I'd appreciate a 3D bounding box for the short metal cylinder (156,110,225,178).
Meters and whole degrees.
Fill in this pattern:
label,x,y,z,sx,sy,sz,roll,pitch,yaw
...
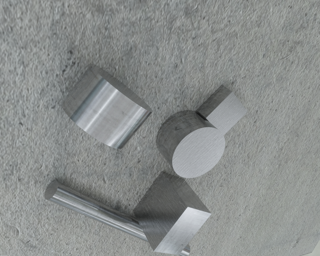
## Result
label,x,y,z,sx,sy,sz,roll,pitch,yaw
short metal cylinder,0.042,0.022,0.427,0.081,0.050,0.079,-14,124,-21

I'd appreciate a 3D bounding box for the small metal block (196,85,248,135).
label,x,y,z,sx,sy,sz,roll,pitch,yaw
small metal block,0.089,-0.024,0.441,0.050,0.025,0.050,-46,129,4

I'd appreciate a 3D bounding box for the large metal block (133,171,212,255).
label,x,y,z,sx,sy,sz,roll,pitch,yaw
large metal block,0.015,0.124,0.457,0.050,0.080,0.080,26,104,-37

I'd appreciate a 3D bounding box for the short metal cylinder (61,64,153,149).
label,x,y,z,sx,sy,sz,roll,pitch,yaw
short metal cylinder,-0.055,-0.023,0.327,0.080,0.080,0.050,33,100,-39

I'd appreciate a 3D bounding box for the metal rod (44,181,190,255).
label,x,y,z,sx,sy,sz,roll,pitch,yaw
metal rod,-0.044,0.151,0.475,0.025,0.025,0.301,-47,129,4
